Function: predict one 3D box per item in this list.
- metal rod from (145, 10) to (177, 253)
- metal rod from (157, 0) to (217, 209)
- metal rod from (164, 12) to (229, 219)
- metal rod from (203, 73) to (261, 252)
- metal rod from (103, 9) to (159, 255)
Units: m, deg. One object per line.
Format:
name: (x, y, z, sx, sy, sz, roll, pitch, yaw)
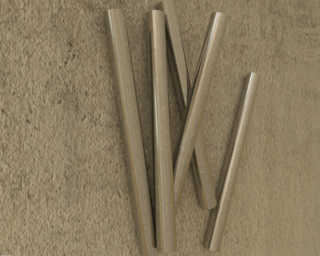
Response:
metal rod: (0.001, 0.001, 0.391, 0.025, 0.025, 0.298, 0, 85, -40)
metal rod: (0.041, -0.025, 0.441, 0.025, 0.025, 0.298, -22, 104, -38)
metal rod: (0.042, -0.007, 0.414, 0.025, 0.025, 0.298, 17, 88, -39)
metal rod: (0.121, 0.047, 0.509, 0.025, 0.025, 0.299, 28, 72, -37)
metal rod: (-0.033, 0.011, 0.378, 0.025, 0.025, 0.298, -13, 99, -40)
